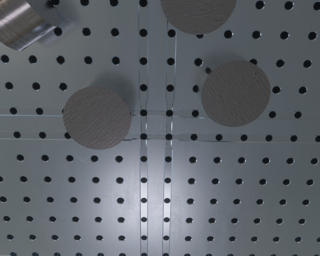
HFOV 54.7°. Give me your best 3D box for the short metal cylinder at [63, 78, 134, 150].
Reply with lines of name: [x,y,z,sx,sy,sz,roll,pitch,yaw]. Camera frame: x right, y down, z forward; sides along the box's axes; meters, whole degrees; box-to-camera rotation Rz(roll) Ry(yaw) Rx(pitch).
short metal cylinder: [-0.075,-0.019,0.392,0.081,0.050,0.079,0,110,0]

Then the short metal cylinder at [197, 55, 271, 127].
short metal cylinder: [0.088,-0.047,0.383,0.081,0.050,0.079,0,110,0]

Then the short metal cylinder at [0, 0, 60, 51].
short metal cylinder: [-0.156,-0.131,0.334,0.050,0.080,0.080,-30,108,10]

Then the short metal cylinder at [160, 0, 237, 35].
short metal cylinder: [0.040,-0.147,0.346,0.081,0.050,0.079,0,110,0]
